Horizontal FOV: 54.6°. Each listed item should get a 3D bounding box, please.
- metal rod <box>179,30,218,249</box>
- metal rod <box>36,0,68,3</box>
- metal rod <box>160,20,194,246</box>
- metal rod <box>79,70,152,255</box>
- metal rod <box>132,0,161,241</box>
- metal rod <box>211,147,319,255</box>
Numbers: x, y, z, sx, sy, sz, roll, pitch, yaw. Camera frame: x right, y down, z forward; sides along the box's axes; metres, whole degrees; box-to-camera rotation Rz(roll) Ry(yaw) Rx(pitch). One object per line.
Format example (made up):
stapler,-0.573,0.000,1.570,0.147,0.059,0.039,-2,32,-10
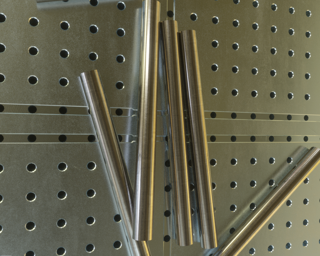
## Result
metal rod,0.053,0.017,0.431,0.025,0.025,0.298,-7,93,-20
metal rod,-0.007,-0.193,0.409,0.302,0.025,0.025,-14,95,-20
metal rod,0.023,0.008,0.420,0.025,0.025,0.298,-5,92,-20
metal rod,-0.048,0.075,0.394,0.025,0.025,0.299,-17,96,-19
metal rod,-0.016,-0.015,0.392,0.025,0.025,0.299,4,84,-20
metal rod,0.148,0.135,0.467,0.301,0.025,0.025,-41,103,-15
